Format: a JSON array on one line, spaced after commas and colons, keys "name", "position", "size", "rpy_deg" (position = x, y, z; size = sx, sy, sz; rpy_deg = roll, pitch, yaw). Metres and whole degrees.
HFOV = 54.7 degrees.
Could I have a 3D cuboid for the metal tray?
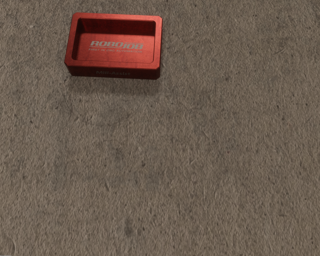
[{"name": "metal tray", "position": [-0.063, -0.119, 0.447], "size": [0.131, 0.030, 0.090], "rpy_deg": [3, 70, 0]}]
